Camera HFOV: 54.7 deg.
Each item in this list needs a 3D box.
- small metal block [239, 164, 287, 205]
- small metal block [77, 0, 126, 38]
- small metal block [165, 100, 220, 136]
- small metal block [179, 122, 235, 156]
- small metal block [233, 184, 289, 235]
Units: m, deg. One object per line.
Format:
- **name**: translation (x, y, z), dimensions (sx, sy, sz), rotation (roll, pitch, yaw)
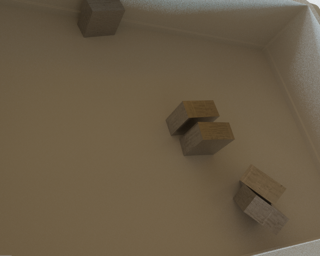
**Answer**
- **small metal block**: translation (0.133, 0.074, 0.405), dimensions (0.050, 0.050, 0.025), rotation (36, 90, 18)
- **small metal block**: translation (-0.084, -0.157, 0.440), dimensions (0.050, 0.050, 0.025), rotation (-17, 71, -35)
- **small metal block**: translation (0.043, -0.013, 0.421), dimensions (0.050, 0.050, 0.025), rotation (-4, 64, -30)
- **small metal block**: translation (0.062, 0.015, 0.413), dimensions (0.050, 0.050, 0.025), rotation (0, 62, -28)
- **small metal block**: translation (0.126, 0.102, 0.393), dimensions (0.050, 0.050, 0.025), rotation (36, 94, -4)
